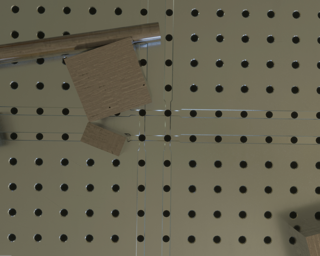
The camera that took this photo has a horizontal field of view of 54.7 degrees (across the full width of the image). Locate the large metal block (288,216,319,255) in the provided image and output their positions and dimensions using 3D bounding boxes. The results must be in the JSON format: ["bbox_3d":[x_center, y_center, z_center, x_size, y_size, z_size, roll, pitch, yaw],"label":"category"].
[{"bbox_3d":[0.227,0.162,0.404,0.080,0.050,0.080,-15,90,-1],"label":"large metal block"}]

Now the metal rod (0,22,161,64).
[{"bbox_3d":[-0.150,-0.106,0.411,0.302,0.025,0.025,-8,90,-1],"label":"metal rod"}]

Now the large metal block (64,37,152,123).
[{"bbox_3d":[-0.061,-0.062,0.389,0.080,0.050,0.080,-18,105,3],"label":"large metal block"}]

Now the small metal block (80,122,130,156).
[{"bbox_3d":[-0.069,0.013,0.400,0.050,0.050,0.025,22,90,-1],"label":"small metal block"}]
